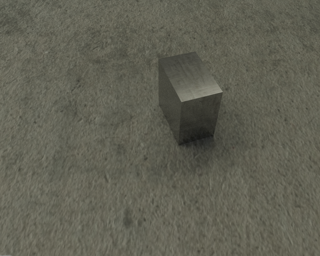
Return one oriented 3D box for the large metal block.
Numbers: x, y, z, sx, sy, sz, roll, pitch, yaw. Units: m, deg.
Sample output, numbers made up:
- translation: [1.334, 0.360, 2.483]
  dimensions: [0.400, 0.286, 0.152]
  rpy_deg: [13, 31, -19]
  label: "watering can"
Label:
- translation: [0.035, -0.038, 0.400]
  dimensions: [0.050, 0.080, 0.080]
  rpy_deg: [-15, 52, -12]
  label: "large metal block"
